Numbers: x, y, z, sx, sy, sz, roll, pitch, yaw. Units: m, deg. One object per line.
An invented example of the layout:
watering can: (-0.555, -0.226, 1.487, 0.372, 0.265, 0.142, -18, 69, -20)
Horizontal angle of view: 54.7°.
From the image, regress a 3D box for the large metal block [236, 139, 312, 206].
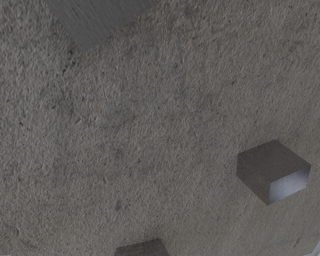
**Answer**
large metal block: (0.186, 0.071, 0.517, 0.081, 0.080, 0.050, -18, 126, -18)

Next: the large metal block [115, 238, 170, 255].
large metal block: (-0.032, 0.241, 0.522, 0.081, 0.050, 0.079, -3, 120, -27)

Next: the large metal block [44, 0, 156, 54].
large metal block: (-0.064, -0.128, 0.276, 0.080, 0.050, 0.080, -36, 129, -5)
